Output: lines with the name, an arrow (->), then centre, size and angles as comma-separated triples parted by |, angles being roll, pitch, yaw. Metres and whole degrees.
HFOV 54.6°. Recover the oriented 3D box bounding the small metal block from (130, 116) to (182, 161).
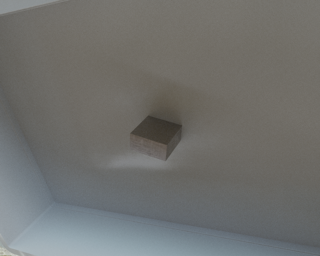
small metal block -> -0.005, 0.012, 0.403 | 0.050, 0.050, 0.025 | 17, 125, 19
